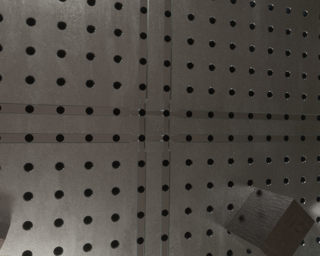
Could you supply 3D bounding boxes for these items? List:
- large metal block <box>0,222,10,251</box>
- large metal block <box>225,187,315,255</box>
[{"bbox_3d":[-0.216,0.133,0.320,0.080,0.050,0.080,26,81,-19],"label":"large metal block"},{"bbox_3d":[0.154,0.139,0.442,0.050,0.080,0.080,45,76,-15],"label":"large metal block"}]
